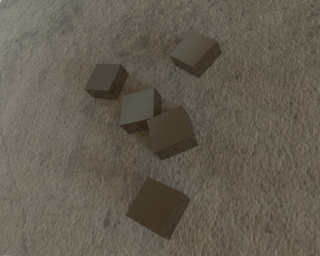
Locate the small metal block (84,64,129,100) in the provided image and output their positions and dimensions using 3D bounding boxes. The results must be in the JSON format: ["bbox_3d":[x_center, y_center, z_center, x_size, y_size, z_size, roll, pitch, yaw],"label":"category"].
[{"bbox_3d":[-0.085,-0.074,0.492,0.050,0.025,0.050,8,65,31],"label":"small metal block"}]

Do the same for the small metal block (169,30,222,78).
[{"bbox_3d":[0.051,-0.106,0.441,0.050,0.025,0.050,-48,52,-6],"label":"small metal block"}]

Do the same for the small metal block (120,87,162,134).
[{"bbox_3d":[-0.026,-0.024,0.431,0.050,0.025,0.050,-12,56,21],"label":"small metal block"}]

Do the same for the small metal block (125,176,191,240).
[{"bbox_3d":[-0.002,0.089,0.349,0.050,0.025,0.050,19,72,35],"label":"small metal block"}]

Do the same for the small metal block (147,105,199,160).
[{"bbox_3d":[0.015,0.006,0.391,0.050,0.025,0.050,-23,54,13],"label":"small metal block"}]
